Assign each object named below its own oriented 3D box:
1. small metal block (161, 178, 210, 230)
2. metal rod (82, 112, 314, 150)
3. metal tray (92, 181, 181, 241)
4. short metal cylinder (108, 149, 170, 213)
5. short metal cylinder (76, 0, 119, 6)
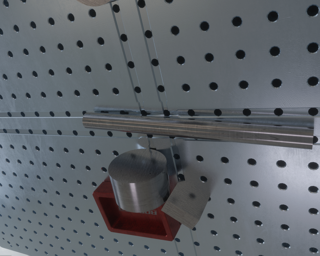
[{"bbox_3d":[0.037,0.107,0.442,0.050,0.050,0.025,31,128,8],"label":"small metal block"},{"bbox_3d":[0.028,0.000,0.395,0.301,0.025,0.025,5,121,25],"label":"metal rod"},{"bbox_3d":[-0.040,0.136,0.512,0.130,0.030,0.089,-3,117,29],"label":"metal tray"},{"bbox_3d":[-0.028,0.072,0.435,0.080,0.080,0.050,7,121,25],"label":"short metal cylinder"},{"bbox_3d":[-0.060,-0.172,0.320,0.080,0.050,0.079,13,124,21],"label":"short metal cylinder"}]
